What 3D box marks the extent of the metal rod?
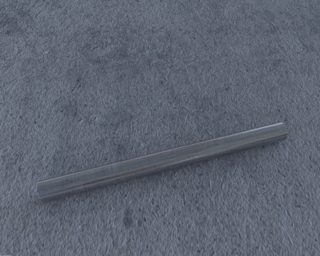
[{"bbox_3d":[0.013,0.037,0.371,0.302,0.025,0.025,-13,51,-11],"label":"metal rod"}]
